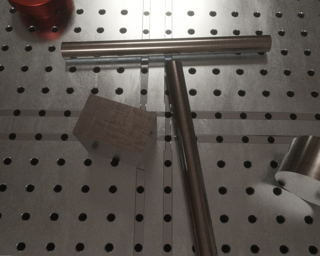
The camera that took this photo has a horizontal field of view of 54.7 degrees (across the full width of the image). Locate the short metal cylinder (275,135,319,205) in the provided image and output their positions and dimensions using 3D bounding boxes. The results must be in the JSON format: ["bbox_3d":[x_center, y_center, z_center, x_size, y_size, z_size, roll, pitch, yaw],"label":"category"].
[{"bbox_3d":[0.186,0.052,0.366,0.080,0.080,0.050,30,73,10],"label":"short metal cylinder"}]

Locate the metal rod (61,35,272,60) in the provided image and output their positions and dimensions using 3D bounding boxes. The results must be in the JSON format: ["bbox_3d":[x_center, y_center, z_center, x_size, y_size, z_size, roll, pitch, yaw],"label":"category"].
[{"bbox_3d":[0.010,-0.119,0.455,0.302,0.025,0.025,-2,70,-2],"label":"metal rod"}]

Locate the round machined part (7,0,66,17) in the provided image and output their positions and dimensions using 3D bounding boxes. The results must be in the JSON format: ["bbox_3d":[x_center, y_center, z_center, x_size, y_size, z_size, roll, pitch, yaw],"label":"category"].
[{"bbox_3d":[-0.187,-0.213,0.478,0.099,0.042,0.098,0,70,-1],"label":"round machined part"}]

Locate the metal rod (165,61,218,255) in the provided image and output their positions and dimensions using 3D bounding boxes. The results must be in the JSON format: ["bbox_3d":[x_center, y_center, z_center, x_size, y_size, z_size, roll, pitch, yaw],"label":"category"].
[{"bbox_3d":[0.040,0.049,0.394,0.025,0.025,0.299,-7,70,-3],"label":"metal rod"}]

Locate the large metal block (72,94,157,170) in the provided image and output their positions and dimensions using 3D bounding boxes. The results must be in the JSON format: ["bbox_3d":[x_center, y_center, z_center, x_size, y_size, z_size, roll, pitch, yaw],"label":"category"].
[{"bbox_3d":[-0.050,0.008,0.379,0.080,0.080,0.050,17,71,6],"label":"large metal block"}]
